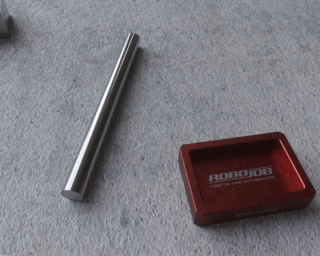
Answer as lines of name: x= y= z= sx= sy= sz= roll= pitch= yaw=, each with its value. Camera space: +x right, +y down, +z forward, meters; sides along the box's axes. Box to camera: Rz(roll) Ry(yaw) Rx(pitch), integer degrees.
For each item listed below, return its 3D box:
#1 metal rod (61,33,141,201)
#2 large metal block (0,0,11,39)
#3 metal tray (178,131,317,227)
metal rod: x=-0.071 y=-0.039 z=0.434 sx=0.025 sy=0.025 sz=0.300 roll=8 pitch=50 yaw=6
large metal block: x=-0.316 y=-0.196 z=0.548 sx=0.081 sy=0.050 sz=0.080 roll=-14 pitch=52 yaw=-12
metal tray: x=0.094 y=0.055 z=0.354 sx=0.131 sy=0.030 sz=0.090 roll=-7 pitch=50 yaw=-7
